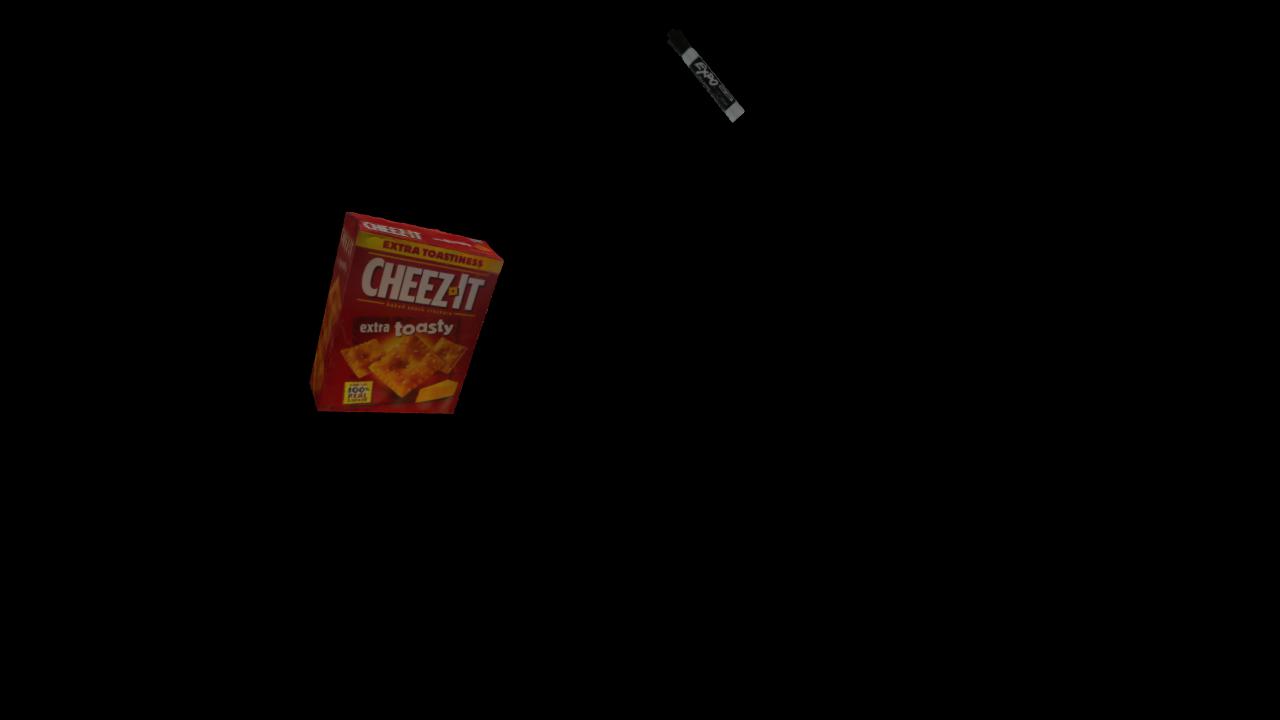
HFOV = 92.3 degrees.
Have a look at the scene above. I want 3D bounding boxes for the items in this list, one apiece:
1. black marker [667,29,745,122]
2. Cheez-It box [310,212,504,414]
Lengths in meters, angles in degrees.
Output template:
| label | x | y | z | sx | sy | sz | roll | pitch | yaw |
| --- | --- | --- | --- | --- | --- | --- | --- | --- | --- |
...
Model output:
| label | x | y | z | sx | sy | sz | roll | pitch | yaw |
| --- | --- | --- | --- | --- | --- | --- | --- | --- | --- |
| black marker | 0.074 | -0.323 | 0.697 | 0.020 | 0.121 | 0.020 | -41 | 8 | 7 |
| Cheez-It box | -0.276 | -0.045 | 0.726 | 0.166 | 0.223 | 0.071 | 6 | 25 | -41 |
